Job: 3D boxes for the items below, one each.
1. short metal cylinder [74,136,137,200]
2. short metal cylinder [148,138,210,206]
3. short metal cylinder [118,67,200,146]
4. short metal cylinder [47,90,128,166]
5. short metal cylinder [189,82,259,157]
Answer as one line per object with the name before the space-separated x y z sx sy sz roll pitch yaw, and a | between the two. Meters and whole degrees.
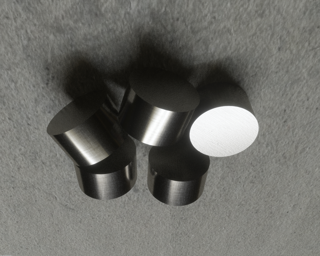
short metal cylinder | -0.071 0.047 0.411 0.081 0.080 0.050 1 130 -1
short metal cylinder | 0.024 0.058 0.421 0.081 0.080 0.050 2 130 -3
short metal cylinder | -0.002 -0.025 0.350 0.081 0.080 0.050 14 129 -12
short metal cylinder | -0.084 -0.001 0.366 0.080 0.080 0.050 -21 122 17
short metal cylinder | 0.075 -0.010 0.384 0.081 0.050 0.079 0 130 0
